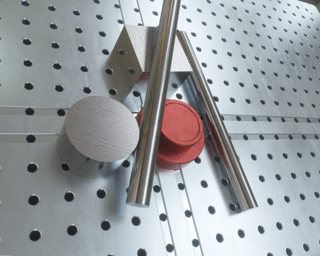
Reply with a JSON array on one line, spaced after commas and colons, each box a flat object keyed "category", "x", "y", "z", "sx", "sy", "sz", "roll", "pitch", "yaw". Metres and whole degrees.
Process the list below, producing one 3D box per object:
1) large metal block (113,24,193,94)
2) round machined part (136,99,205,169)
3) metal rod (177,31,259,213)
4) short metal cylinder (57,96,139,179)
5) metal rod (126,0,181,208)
[{"category": "large metal block", "x": -0.012, "y": -0.099, "z": 0.448, "sx": 0.081, "sy": 0.050, "sz": 0.080, "roll": -7, "pitch": 66, "yaw": -32}, {"category": "round machined part", "x": 0.017, "y": 0.001, "z": 0.407, "sx": 0.099, "sy": 0.042, "sz": 0.098, "roll": 14, "pitch": 56, "yaw": -21}, {"category": "metal rod", "x": 0.075, "y": -0.024, "z": 0.465, "sx": 0.025, "sy": 0.025, "sz": 0.299, "roll": -4, "pitch": 64, "yaw": -30}, {"category": "short metal cylinder", "x": -0.070, "y": 0.011, "z": 0.349, "sx": 0.081, "sy": 0.050, "sz": 0.080, "roll": 14, "pitch": 56, "yaw": -21}, {"category": "metal rod", "x": -0.002, "y": -0.055, "z": 0.383, "sx": 0.025, "sy": 0.025, "sz": 0.299, "roll": 18, "pitch": 64, "yaw": -19}]
